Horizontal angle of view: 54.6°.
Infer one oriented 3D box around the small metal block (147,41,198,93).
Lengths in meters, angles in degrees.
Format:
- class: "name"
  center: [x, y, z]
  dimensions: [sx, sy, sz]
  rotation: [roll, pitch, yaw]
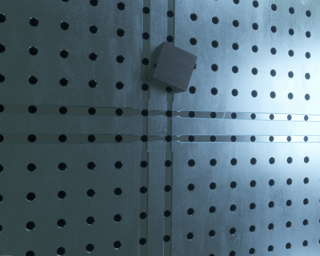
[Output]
- class: "small metal block"
  center: [0.016, -0.081, 0.418]
  dimensions: [0.050, 0.025, 0.050]
  rotation: [20, 83, -19]
